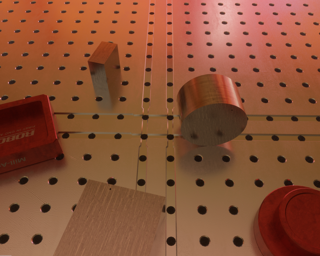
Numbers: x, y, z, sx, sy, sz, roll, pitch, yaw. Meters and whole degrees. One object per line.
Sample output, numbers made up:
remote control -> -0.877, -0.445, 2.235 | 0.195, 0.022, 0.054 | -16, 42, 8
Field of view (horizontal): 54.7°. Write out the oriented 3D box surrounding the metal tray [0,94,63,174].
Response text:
metal tray -> -0.199, 0.011, 0.393 | 0.131, 0.030, 0.090 | -16, 52, -13

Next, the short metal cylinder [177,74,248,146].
short metal cylinder -> 0.064, -0.021, 0.390 | 0.081, 0.080, 0.050 | -3, 50, -3

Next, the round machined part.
round machined part -> 0.150, 0.100, 0.313 | 0.099, 0.042, 0.098 | 0, 50, 0

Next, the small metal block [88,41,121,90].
small metal block -> -0.083, -0.095, 0.470 | 0.025, 0.050, 0.050 | 13, 51, 11

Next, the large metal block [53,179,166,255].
large metal block -> -0.043, 0.105, 0.303 | 0.080, 0.050, 0.080 | 11, 51, 9
